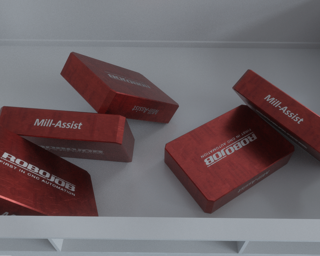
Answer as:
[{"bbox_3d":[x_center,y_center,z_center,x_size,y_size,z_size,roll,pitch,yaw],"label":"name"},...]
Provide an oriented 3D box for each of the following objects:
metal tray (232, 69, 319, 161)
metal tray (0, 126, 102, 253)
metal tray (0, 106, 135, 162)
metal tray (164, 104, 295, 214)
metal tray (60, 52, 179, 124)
[{"bbox_3d":[0.155,-0.011,0.373,0.030,0.090,0.130,-50,59,9],"label":"metal tray"},{"bbox_3d":[-0.119,0.053,0.284,0.030,0.130,0.090,-45,37,11],"label":"metal tray"},{"bbox_3d":[-0.100,0.010,0.350,0.131,0.090,0.030,4,72,3],"label":"metal tray"},{"bbox_3d":[0.082,0.032,0.376,0.131,0.030,0.090,-26,55,-21],"label":"metal tray"},{"bbox_3d":[-0.045,-0.047,0.390,0.090,0.030,0.131,42,20,30],"label":"metal tray"}]
